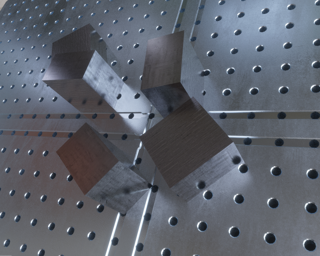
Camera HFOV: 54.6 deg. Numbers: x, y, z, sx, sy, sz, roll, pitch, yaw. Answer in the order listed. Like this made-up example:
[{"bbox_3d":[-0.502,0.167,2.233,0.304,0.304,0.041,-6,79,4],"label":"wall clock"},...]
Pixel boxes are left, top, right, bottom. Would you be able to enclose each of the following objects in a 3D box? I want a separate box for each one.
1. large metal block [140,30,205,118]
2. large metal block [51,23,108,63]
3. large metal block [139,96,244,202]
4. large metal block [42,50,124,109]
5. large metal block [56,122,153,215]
[{"bbox_3d":[0.020,-0.064,0.402,0.050,0.080,0.080,-8,58,24],"label":"large metal block"},{"bbox_3d":[-0.141,-0.124,0.544,0.080,0.050,0.080,-22,53,15],"label":"large metal block"},{"bbox_3d":[0.035,0.024,0.360,0.080,0.050,0.080,-37,51,3],"label":"large metal block"},{"bbox_3d":[-0.116,-0.072,0.480,0.080,0.080,0.050,3,63,30],"label":"large metal block"},{"bbox_3d":[-0.067,0.050,0.378,0.050,0.080,0.080,-46,51,-3],"label":"large metal block"}]
